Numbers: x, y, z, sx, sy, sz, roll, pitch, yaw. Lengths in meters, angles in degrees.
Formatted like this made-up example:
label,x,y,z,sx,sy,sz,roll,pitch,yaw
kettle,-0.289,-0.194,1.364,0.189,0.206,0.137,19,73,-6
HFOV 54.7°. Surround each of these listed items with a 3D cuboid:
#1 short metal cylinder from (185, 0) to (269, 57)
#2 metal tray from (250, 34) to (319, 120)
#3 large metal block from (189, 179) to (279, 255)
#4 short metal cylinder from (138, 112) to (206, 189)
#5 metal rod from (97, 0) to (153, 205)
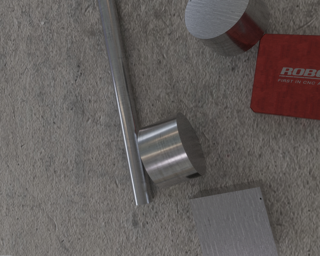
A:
label,x,y,z,sx,sy,sz,roll,pitch,yaw
short metal cylinder,0.076,-0.129,0.354,0.080,0.050,0.080,-12,70,37
metal tray,0.174,-0.054,0.345,0.130,0.030,0.089,8,93,19
large metal block,0.088,0.111,0.364,0.080,0.050,0.080,-15,85,19
short metal cylinder,0.016,0.027,0.374,0.050,0.080,0.080,-23,83,19
metal rod,-0.050,-0.046,0.426,0.025,0.025,0.298,-12,86,19
